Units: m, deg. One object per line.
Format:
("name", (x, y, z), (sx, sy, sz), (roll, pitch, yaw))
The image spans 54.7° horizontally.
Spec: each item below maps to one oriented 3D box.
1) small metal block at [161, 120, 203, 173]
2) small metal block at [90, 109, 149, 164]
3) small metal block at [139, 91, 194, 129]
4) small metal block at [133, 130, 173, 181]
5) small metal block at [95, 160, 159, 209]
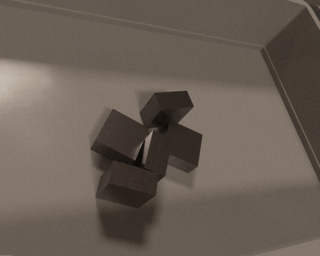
("small metal block", (0.025, 0.024, 0.406), (0.050, 0.025, 0.050), (24, 53, -14))
("small metal block", (-0.048, 0.013, 0.373), (0.050, 0.025, 0.050), (29, 52, -10))
("small metal block", (0.008, -0.024, 0.410), (0.050, 0.050, 0.025), (-8, 66, -32))
("small metal block", (-0.011, 0.038, 0.361), (0.025, 0.050, 0.050), (23, 53, -15))
("small metal block", (-0.036, 0.062, 0.333), (0.050, 0.050, 0.025), (19, 54, -18))
